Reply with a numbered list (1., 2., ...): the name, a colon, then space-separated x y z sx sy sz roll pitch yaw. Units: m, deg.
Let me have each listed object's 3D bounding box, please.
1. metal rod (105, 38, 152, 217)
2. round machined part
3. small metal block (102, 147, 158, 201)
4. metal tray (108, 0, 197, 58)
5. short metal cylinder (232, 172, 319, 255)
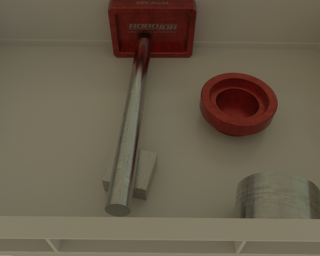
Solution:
1. metal rod: -0.033 -0.029 0.401 0.025 0.025 0.300 2 46 2
2. round machined part: 0.103 -0.027 0.418 0.099 0.042 0.098 0 50 0
3. small metal block: -0.034 0.051 0.362 0.050 0.025 0.050 11 51 8
4. metal tray: -0.011 -0.158 0.495 0.131 0.089 0.030 0 50 -1
5. short metal cylinder: 0.113 0.086 0.299 0.080 0.080 0.050 11 51 9
